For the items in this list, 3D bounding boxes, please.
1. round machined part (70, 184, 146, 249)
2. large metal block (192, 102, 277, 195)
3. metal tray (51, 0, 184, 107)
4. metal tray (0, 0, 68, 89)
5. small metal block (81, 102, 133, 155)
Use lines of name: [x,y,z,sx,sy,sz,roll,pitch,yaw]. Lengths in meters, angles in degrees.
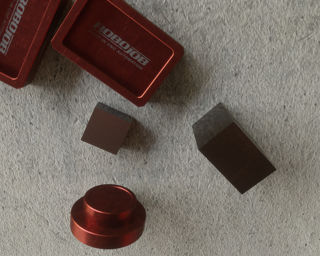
round machined part: [-0.067,0.110,0.411,0.099,0.098,0.042,8,110,-3]
large metal block: [0.089,0.022,0.389,0.050,0.080,0.080,-41,105,13]
metal tray: [-0.048,-0.098,0.370,0.130,0.030,0.090,35,106,-12]
metal tray: [-0.174,-0.123,0.360,0.090,0.030,0.129,28,107,-10]
small metal block: [-0.069,0.001,0.409,0.050,0.025,0.050,24,108,-9]
